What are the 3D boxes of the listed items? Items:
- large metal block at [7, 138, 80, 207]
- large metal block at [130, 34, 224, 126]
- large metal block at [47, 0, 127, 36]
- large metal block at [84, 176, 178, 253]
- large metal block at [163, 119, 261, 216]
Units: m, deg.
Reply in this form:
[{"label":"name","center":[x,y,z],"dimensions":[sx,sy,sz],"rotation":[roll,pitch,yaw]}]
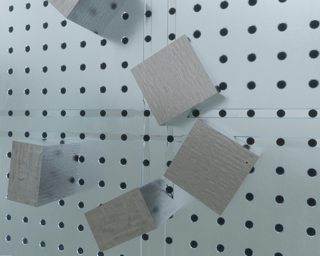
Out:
[{"label":"large metal block","center":[-0.163,0.059,0.442],"dimensions":[0.050,0.080,0.080],"rotation":[8,93,20]},{"label":"large metal block","center":[0.023,-0.056,0.392],"dimensions":[0.080,0.050,0.080],"rotation":[-30,80,17]},{"label":"large metal block","center":[-0.094,-0.182,0.417],"dimensions":[0.050,0.080,0.080],"rotation":[44,104,14]},{"label":"large metal block","center":[-0.034,0.107,0.396],"dimensions":[0.080,0.080,0.050],"rotation":[-29,81,18]},{"label":"large metal block","center":[0.064,0.044,0.377],"dimensions":[0.080,0.050,0.080],"rotation":[33,101,17]}]
